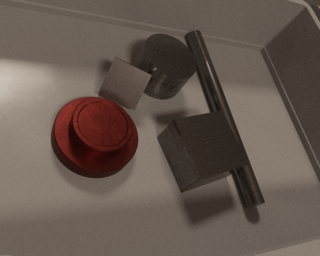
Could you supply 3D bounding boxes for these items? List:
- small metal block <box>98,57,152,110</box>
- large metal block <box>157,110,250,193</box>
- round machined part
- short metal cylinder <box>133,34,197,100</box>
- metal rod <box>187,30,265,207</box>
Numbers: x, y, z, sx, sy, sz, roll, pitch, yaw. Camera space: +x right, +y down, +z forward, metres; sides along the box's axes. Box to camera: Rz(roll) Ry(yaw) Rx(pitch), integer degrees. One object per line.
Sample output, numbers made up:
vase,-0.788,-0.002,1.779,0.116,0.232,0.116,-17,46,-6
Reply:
small metal block,-0.045,-0.058,0.399,0.050,0.050,0.025,24,11,-14
large metal block,0.055,0.029,0.403,0.081,0.050,0.080,-11,68,-33
round machined part,-0.070,0.004,0.355,0.099,0.042,0.098,14,56,-21
short metal cylinder,0.005,-0.088,0.446,0.081,0.050,0.080,15,55,-22
metal rod,0.094,-0.029,0.475,0.025,0.025,0.299,0,62,-29
